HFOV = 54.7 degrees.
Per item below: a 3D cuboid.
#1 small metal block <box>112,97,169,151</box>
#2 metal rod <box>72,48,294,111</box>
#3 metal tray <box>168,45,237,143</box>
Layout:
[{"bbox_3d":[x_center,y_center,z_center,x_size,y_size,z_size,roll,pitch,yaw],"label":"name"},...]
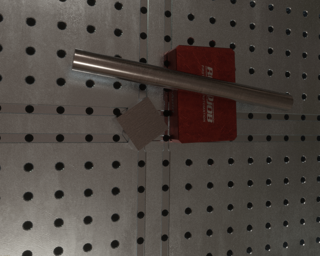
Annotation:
[{"bbox_3d":[-0.026,-0.006,0.404,0.050,0.025,0.050,-37,102,-17],"label":"small metal block"},{"bbox_3d":[0.044,-0.056,0.397,0.302,0.025,0.025,8,87,-20],"label":"metal rod"},{"bbox_3d":[0.060,-0.046,0.433,0.091,0.030,0.129,-2,91,-21],"label":"metal tray"}]
